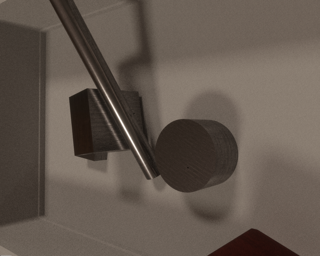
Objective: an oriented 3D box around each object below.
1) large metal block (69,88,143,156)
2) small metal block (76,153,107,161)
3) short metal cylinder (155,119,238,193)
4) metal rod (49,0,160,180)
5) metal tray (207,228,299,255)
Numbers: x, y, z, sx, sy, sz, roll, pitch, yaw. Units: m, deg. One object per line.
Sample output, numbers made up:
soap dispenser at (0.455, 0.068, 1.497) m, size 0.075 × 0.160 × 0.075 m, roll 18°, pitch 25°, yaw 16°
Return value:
large metal block at (-0.072, -0.007, 0.424) m, size 0.050 × 0.081 × 0.080 m, roll -13°, pitch 82°, yaw 47°
small metal block at (-0.109, 0.023, 0.494) m, size 0.050 × 0.025 × 0.050 m, roll 8°, pitch 95°, yaw 39°
short metal cylinder at (0.041, 0.030, 0.355) m, size 0.080 × 0.050 × 0.079 m, roll 0°, pitch 90°, yaw 39°
metal rod at (-0.074, -0.068, 0.384) m, size 0.025 × 0.025 × 0.299 m, roll -18°, pitch 104°, yaw 38°
metal tray at (0.088, 0.138, 0.265) m, size 0.090 × 0.131 × 0.030 m, roll 27°, pitch 107°, yaw 36°
